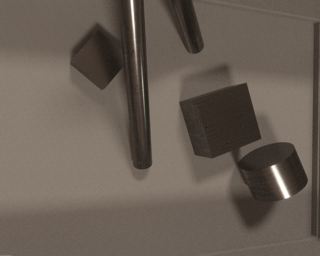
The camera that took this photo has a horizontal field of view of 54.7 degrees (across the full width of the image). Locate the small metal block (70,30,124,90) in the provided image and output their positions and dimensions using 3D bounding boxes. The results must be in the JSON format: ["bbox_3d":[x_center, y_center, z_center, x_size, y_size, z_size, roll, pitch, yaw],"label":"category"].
[{"bbox_3d":[-0.074,-0.083,0.384,0.050,0.025,0.050,41,77,-16],"label":"small metal block"}]

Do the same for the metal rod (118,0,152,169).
[{"bbox_3d":[-0.027,-0.082,0.331,0.025,0.025,0.298,-14,122,-20],"label":"metal rod"}]

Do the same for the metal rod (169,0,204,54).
[{"bbox_3d":[0.006,-0.168,0.301,0.025,0.300,0.025,-6,67,15],"label":"metal rod"}]

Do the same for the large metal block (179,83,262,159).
[{"bbox_3d":[0.083,-0.011,0.429,0.081,0.050,0.080,-19,97,-19],"label":"large metal block"}]

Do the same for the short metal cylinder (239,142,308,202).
[{"bbox_3d":[0.161,0.061,0.443,0.080,0.080,0.050,-29,100,-18],"label":"short metal cylinder"}]
